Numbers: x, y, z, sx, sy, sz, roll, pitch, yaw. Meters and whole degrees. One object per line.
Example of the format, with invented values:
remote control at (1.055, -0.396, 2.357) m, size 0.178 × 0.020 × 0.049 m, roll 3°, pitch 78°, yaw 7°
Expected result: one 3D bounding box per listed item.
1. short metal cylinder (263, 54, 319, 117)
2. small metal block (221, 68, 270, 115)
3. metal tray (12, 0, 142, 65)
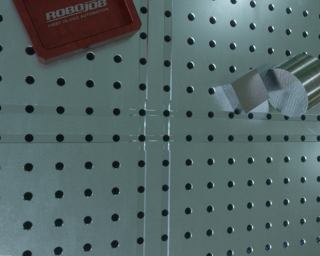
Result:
short metal cylinder at (0.202, -0.063, 0.460) m, size 0.050 × 0.080 × 0.080 m, roll -31°, pitch 101°, yaw -18°
small metal block at (0.128, -0.054, 0.462) m, size 0.050 × 0.025 × 0.050 m, roll -32°, pitch 101°, yaw -18°
metal tray at (-0.099, -0.141, 0.373) m, size 0.131 × 0.030 × 0.090 m, roll -25°, pitch 99°, yaw -19°
